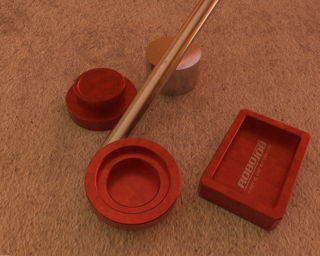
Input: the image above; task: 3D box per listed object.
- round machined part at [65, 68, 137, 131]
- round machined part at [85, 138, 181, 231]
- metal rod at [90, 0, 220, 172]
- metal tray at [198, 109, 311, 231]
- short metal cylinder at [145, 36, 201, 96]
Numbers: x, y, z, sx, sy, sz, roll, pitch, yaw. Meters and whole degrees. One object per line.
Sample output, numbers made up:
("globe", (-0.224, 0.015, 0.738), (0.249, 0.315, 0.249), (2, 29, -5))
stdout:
("round machined part", (-0.081, -0.046, 0.430), (0.099, 0.042, 0.098), (0, 50, 0))
("round machined part", (-0.029, 0.062, 0.335), (0.099, 0.042, 0.098), (3, 55, -4))
("metal rod", (0.004, -0.073, 0.406), (0.025, 0.025, 0.300), (26, 73, 20))
("metal tray", (0.113, 0.042, 0.365), (0.090, 0.030, 0.130), (25, 54, 19))
("short metal cylinder", (0.019, -0.094, 0.466), (0.081, 0.050, 0.080), (0, 50, 0))
